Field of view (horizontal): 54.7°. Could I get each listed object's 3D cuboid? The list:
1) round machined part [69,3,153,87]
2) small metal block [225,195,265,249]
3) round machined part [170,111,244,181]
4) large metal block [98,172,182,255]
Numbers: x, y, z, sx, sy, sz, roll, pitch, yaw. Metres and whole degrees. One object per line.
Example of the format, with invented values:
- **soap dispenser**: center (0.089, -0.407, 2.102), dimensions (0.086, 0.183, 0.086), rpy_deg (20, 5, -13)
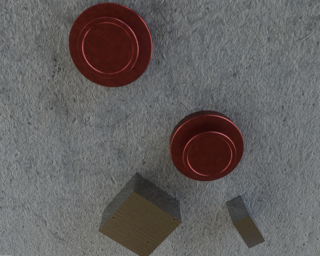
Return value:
- **round machined part**: center (-0.058, -0.096, 0.365), dimensions (0.099, 0.042, 0.097), rpy_deg (0, 110, -1)
- **small metal block**: center (0.122, 0.135, 0.448), dimensions (0.025, 0.050, 0.050), rpy_deg (-30, 108, 10)
- **round machined part**: center (0.063, 0.029, 0.412), dimensions (0.099, 0.042, 0.097), rpy_deg (0, 110, -1)
- **large metal block**: center (-0.027, 0.125, 0.442), dimensions (0.080, 0.050, 0.080), rpy_deg (36, 106, -13)
